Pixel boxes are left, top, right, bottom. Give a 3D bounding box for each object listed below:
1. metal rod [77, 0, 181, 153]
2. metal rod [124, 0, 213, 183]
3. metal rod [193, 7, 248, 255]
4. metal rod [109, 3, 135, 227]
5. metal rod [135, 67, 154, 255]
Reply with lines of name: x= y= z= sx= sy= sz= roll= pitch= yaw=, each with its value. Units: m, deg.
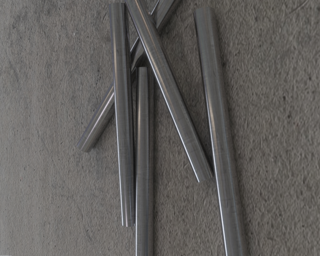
metal rod: x=-0.047 y=-0.079 z=0.443 sx=0.025 sy=0.025 sz=0.298 roll=50 pitch=119 yaw=28
metal rod: x=0.000 y=-0.079 z=0.380 sx=0.025 sy=0.025 sz=0.299 roll=-27 pitch=80 yaw=37
metal rod: x=0.068 y=0.012 z=0.348 sx=0.025 sy=0.025 sz=0.298 roll=-11 pitch=83 yaw=39
metal rod: x=-0.048 y=-0.013 z=0.423 sx=0.025 sy=0.025 sz=0.298 roll=3 pitch=99 yaw=40
metal rod: x=-0.021 y=0.068 z=0.422 sx=0.025 sy=0.025 sz=0.298 roll=0 pitch=90 yaw=40
